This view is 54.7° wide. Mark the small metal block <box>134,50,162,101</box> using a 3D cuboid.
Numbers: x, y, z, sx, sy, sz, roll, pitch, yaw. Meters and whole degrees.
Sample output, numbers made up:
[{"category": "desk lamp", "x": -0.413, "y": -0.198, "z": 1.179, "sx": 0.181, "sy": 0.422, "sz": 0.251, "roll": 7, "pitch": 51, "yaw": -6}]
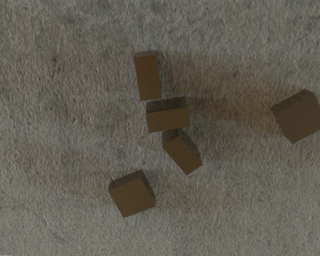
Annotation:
[{"category": "small metal block", "x": -0.014, "y": -0.064, "z": 0.373, "sx": 0.025, "sy": 0.050, "sz": 0.050, "roll": -7, "pitch": 110, "yaw": 2}]

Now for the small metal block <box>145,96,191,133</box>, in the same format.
[{"category": "small metal block", "x": 0.010, "y": -0.018, "z": 0.390, "sx": 0.050, "sy": 0.050, "sz": 0.025, "roll": -9, "pitch": 110, "yaw": 3}]

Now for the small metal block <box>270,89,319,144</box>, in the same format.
[{"category": "small metal block", "x": 0.183, "y": -0.015, "z": 0.407, "sx": 0.050, "sy": 0.025, "sz": 0.050, "roll": -30, "pitch": 108, "yaw": 10}]

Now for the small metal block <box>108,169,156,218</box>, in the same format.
[{"category": "small metal block", "x": -0.039, "y": 0.094, "z": 0.444, "sx": 0.050, "sy": 0.025, "sz": 0.050, "roll": -22, "pitch": 109, "yaw": 7}]

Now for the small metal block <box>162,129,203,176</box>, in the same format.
[{"category": "small metal block", "x": 0.028, "y": 0.026, "z": 0.407, "sx": 0.025, "sy": 0.050, "sz": 0.050, "roll": -37, "pitch": 106, "yaw": 12}]
